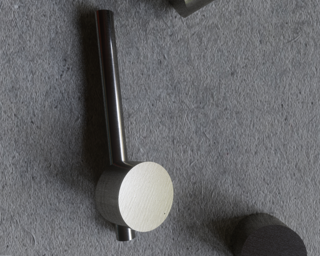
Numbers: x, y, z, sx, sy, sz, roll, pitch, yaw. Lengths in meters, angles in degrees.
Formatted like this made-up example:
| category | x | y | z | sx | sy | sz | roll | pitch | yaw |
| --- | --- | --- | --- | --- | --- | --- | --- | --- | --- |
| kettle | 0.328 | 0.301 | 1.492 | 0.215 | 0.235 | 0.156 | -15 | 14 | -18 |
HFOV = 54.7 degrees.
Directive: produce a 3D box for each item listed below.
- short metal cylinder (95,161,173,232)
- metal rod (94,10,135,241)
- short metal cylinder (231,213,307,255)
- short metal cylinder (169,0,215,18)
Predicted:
| category | x | y | z | sx | sy | sz | roll | pitch | yaw |
| --- | --- | --- | --- | --- | --- | --- | --- | --- | --- |
| short metal cylinder | -0.030 | 0.080 | 0.377 | 0.081 | 0.050 | 0.080 | 4 | 84 | -41 |
| metal rod | -0.060 | -0.003 | 0.409 | 0.025 | 0.025 | 0.298 | -6 | 90 | 0 |
| short metal cylinder | 0.138 | 0.156 | 0.399 | 0.081 | 0.050 | 0.080 | 0 | 90 | 0 |
| short metal cylinder | 0.034 | -0.186 | 0.383 | 0.050 | 0.080 | 0.080 | -31 | 90 | 0 |
